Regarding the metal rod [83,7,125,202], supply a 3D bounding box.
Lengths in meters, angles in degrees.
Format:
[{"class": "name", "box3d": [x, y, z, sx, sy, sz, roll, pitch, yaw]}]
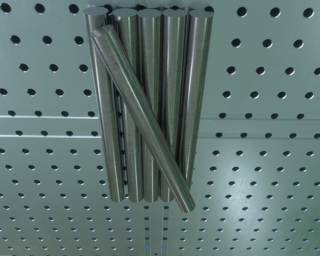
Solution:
[{"class": "metal rod", "box3d": [-0.066, -0.004, 0.407, 0.025, 0.025, 0.298, 1, 130, -1]}]

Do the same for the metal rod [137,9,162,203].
[{"class": "metal rod", "box3d": [-0.013, -0.002, 0.408, 0.025, 0.025, 0.298, 0, 130, -1]}]

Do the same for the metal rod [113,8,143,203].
[{"class": "metal rod", "box3d": [-0.037, -0.002, 0.408, 0.025, 0.025, 0.298, 0, 130, -1]}]

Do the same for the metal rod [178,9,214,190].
[{"class": "metal rod", "box3d": [0.039, -0.002, 0.410, 0.025, 0.025, 0.298, 1, 130, -1]}]

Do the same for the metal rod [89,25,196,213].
[{"class": "metal rod", "box3d": [-0.007, 0.014, 0.390, 0.025, 0.025, 0.299, -15, 129, 12]}]

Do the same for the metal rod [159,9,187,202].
[{"class": "metal rod", "box3d": [0.013, -0.003, 0.410, 0.025, 0.025, 0.298, 0, 130, -1]}]
